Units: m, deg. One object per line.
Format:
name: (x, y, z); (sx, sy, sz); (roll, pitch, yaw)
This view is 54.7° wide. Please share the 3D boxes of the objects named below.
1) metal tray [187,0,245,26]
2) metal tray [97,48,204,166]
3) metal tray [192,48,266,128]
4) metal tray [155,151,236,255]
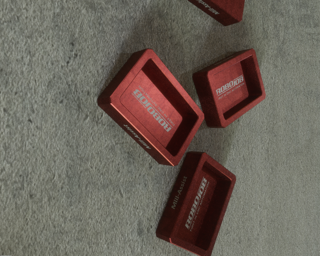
metal tray: (0.079, -0.224, 0.467); (0.131, 0.030, 0.090); (17, 79, -39)
metal tray: (-0.005, -0.023, 0.396); (0.130, 0.030, 0.090); (47, 62, -30)
metal tray: (0.115, -0.066, 0.497); (0.131, 0.030, 0.090); (-31, 110, -36)
metal tray: (0.056, 0.110, 0.448); (0.090, 0.030, 0.130); (37, 67, -34)
